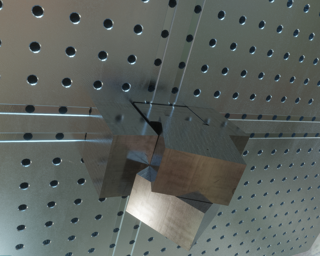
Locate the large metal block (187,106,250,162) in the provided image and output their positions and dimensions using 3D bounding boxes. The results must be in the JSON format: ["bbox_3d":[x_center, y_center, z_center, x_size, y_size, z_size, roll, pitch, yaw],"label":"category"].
[{"bbox_3d":[0.065,0.025,0.428,0.050,0.080,0.079,4,117,-31],"label":"large metal block"}]

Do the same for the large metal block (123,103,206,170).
[{"bbox_3d":[0.003,0.017,0.406,0.081,0.050,0.079,3,117,-30],"label":"large metal block"}]

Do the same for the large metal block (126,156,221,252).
[{"bbox_3d":[0.022,0.077,0.350,0.080,0.080,0.050,-24,136,-57],"label":"large metal block"}]

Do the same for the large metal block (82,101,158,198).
[{"bbox_3d":[-0.051,0.023,0.363,0.050,0.080,0.079,2,118,-30],"label":"large metal block"}]

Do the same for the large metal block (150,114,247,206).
[{"bbox_3d":[0.035,0.032,0.333,0.081,0.080,0.050,13,113,-10],"label":"large metal block"}]
